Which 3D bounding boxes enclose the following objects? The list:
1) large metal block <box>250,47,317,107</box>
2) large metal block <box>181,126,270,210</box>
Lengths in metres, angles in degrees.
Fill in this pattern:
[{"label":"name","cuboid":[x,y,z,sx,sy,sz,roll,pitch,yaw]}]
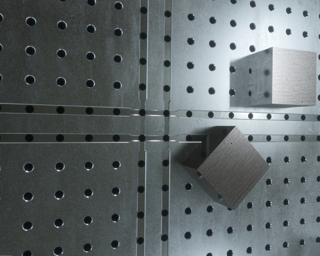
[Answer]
[{"label":"large metal block","cuboid":[0.186,-0.074,0.470,0.081,0.050,0.079,1,90,-21]},{"label":"large metal block","cuboid":[0.091,0.053,0.435,0.080,0.050,0.080,-46,105,-14]}]
